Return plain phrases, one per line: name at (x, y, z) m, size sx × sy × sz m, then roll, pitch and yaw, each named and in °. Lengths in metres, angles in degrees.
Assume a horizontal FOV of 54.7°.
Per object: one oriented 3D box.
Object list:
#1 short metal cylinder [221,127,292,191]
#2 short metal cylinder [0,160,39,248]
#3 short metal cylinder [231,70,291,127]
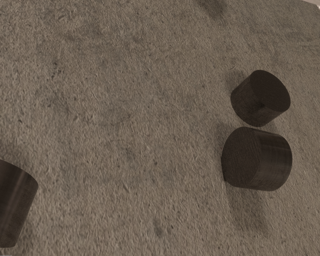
short metal cylinder at (0.127, 0.042, 0.413) m, size 0.050 × 0.080 × 0.080 m, roll 12°, pitch 57°, yaw -22°
short metal cylinder at (-0.149, 0.060, 0.252) m, size 0.080 × 0.080 × 0.050 m, roll 21°, pitch 54°, yaw -16°
short metal cylinder at (0.164, -0.048, 0.508) m, size 0.081 × 0.050 × 0.080 m, roll 14°, pitch 56°, yaw -21°
